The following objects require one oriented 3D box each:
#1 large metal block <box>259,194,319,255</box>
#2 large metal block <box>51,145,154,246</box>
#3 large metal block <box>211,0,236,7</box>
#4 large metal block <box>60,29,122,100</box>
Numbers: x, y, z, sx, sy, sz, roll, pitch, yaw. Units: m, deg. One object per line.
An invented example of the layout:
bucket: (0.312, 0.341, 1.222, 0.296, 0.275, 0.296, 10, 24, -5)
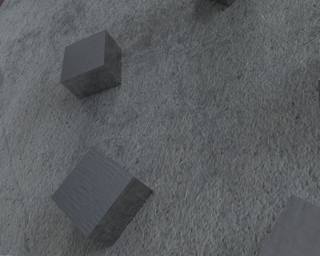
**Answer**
large metal block: (0.113, 0.109, 0.242, 0.050, 0.080, 0.080, 25, 75, 37)
large metal block: (-0.070, 0.080, 0.375, 0.080, 0.050, 0.080, 30, 78, 37)
large metal block: (0.085, -0.244, 0.474, 0.050, 0.080, 0.080, -45, 51, -3)
large metal block: (-0.111, -0.104, 0.510, 0.080, 0.050, 0.080, -17, 55, 18)
